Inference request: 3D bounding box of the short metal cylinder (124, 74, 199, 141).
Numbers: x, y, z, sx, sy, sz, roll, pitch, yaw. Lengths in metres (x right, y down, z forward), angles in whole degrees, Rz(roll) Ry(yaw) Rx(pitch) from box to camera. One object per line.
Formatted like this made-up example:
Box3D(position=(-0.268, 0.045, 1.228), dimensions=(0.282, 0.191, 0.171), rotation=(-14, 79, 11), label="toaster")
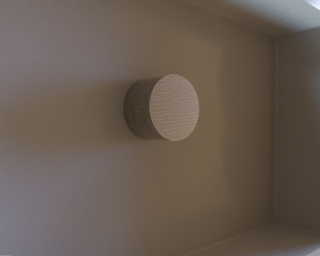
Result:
Box3D(position=(0.003, -0.024, 0.389), dimensions=(0.081, 0.050, 0.080), rotation=(0, 90, -40), label="short metal cylinder")
